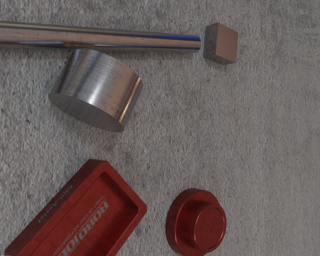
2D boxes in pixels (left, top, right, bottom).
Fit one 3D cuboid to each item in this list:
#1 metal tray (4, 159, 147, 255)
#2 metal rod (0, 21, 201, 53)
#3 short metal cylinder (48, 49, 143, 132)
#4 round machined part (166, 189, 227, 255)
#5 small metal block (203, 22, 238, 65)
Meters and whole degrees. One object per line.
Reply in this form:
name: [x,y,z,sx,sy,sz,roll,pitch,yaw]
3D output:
metal tray: [-0.082,0.109,0.334,0.130,0.030,0.090,-51,120,-28]
metal rod: [-0.064,-0.100,0.352,0.302,0.025,0.025,-10,97,-40]
short metal cylinder: [-0.064,-0.036,0.316,0.080,0.080,0.050,35,69,-35]
round machined part: [0.058,0.139,0.446,0.099,0.042,0.097,0,90,-40]
small metal block: [0.096,-0.131,0.488,0.050,0.025,0.050,9,85,-40]
